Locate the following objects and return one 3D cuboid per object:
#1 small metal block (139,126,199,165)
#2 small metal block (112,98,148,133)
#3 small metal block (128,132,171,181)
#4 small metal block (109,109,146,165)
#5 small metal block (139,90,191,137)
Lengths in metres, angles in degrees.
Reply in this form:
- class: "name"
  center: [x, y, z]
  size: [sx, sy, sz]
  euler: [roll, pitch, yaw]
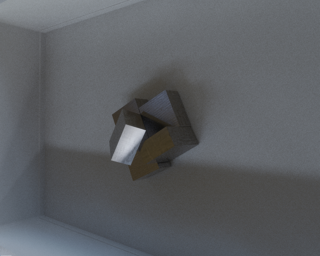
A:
- class: "small metal block"
  center: [0.010, 0.021, 0.378]
  size: [0.050, 0.050, 0.025]
  euler: [-34, 69, 34]
- class: "small metal block"
  center: [-0.035, -0.007, 0.432]
  size: [0.050, 0.025, 0.050]
  euler: [-31, 71, 35]
- class: "small metal block"
  center: [-0.019, 0.038, 0.418]
  size: [0.050, 0.025, 0.050]
  euler: [-31, 71, 35]
- class: "small metal block"
  center: [-0.042, 0.010, 0.389]
  size: [0.050, 0.025, 0.050]
  euler: [-115, 46, -63]
- class: "small metal block"
  center: [0.005, -0.014, 0.399]
  size: [0.050, 0.025, 0.050]
  euler: [-31, 71, 35]
